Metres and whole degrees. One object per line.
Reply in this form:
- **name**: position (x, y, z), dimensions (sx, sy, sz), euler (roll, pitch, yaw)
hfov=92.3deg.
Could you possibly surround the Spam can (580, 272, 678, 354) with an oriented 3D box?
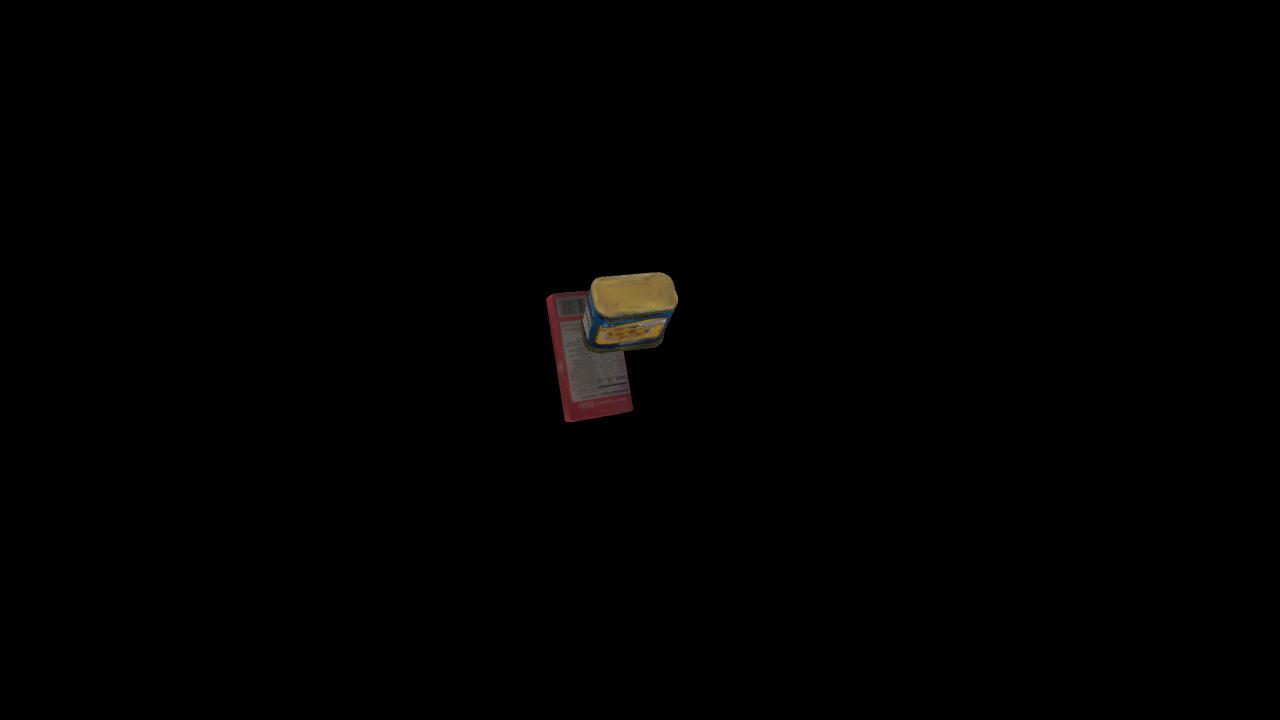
- **Spam can**: position (-0.014, -0.054, 0.709), dimensions (0.101, 0.058, 0.085), euler (-8, -24, -16)

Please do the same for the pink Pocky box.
- **pink Pocky box**: position (-0.062, -0.006, 0.751), dimensions (0.084, 0.155, 0.029), euler (-8, -3, -28)
